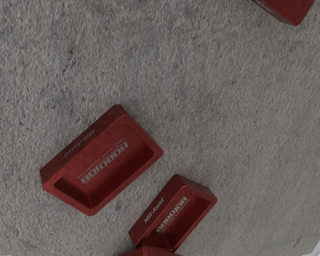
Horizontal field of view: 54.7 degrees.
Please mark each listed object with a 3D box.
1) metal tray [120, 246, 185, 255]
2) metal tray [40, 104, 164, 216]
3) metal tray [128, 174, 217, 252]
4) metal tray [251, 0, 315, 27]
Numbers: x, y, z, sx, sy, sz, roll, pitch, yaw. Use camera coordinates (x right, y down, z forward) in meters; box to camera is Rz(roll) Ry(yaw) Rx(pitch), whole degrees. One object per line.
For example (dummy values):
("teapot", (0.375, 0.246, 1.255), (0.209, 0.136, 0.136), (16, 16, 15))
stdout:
("metal tray", (-0.012, 0.238, 0.520), (0.090, 0.030, 0.130), (-33, 135, 27))
("metal tray", (-0.071, 0.044, 0.391), (0.130, 0.030, 0.090), (-41, 130, 0))
("metal tray", (0.022, 0.144, 0.504), (0.090, 0.030, 0.130), (30, 102, -38))
("metal tray", (0.142, -0.189, 0.364), (0.131, 0.030, 0.089), (16, 110, -35))
